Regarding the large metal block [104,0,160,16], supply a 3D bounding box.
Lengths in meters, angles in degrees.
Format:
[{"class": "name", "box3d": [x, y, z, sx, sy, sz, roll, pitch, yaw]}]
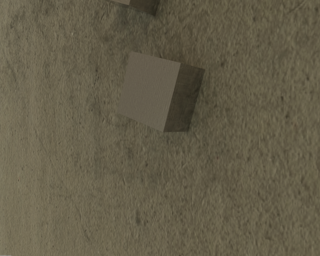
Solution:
[{"class": "large metal block", "box3d": [-0.039, -0.206, 0.418, 0.080, 0.050, 0.079, 30, 108, 35]}]

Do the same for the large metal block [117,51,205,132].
[{"class": "large metal block", "box3d": [0.000, -0.045, 0.387, 0.080, 0.050, 0.079, 23, 104, 37]}]
